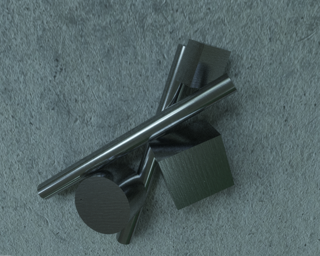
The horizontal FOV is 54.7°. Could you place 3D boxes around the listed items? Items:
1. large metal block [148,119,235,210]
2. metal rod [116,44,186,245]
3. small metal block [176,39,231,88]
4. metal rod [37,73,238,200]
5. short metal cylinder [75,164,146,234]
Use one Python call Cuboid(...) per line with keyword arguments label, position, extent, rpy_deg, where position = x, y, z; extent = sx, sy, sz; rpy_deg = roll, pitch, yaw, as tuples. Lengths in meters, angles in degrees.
Cuboid(label="large metal block", position=(0.041, 0.046, 0.399), extent=(0.080, 0.050, 0.080), rpy_deg=(-23, 118, -5))
Cuboid(label="metal rod", position=(-0.010, 0.035, 0.423), extent=(0.025, 0.025, 0.298), rpy_deg=(16, 109, -6))
Cuboid(label="small metal block", position=(0.052, -0.075, 0.371), extent=(0.050, 0.025, 0.050), rpy_deg=(-1, 116, -43))
Cuboid(label="metal rod", position=(-0.041, 0.019, 0.399), extent=(0.300, 0.025, 0.025), rpy_deg=(-30, 108, 17))
Cuboid(label="short metal cylinder", position=(-0.066, 0.094, 0.418), extent=(0.080, 0.050, 0.079), rpy_deg=(5, 104, 19))
